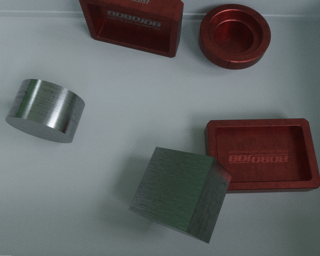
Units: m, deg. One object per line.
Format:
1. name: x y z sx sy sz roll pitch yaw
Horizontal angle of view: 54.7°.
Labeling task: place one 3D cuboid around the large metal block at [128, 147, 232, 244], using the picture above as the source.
1. large metal block: 0.024 0.073 0.350 0.080 0.050 0.080 7 65 41

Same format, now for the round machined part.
1. round machined part: 0.104 -0.126 0.448 0.099 0.042 0.098 0 70 -1

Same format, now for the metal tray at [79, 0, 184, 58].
1. metal tray: -0.037 -0.147 0.428 0.131 0.090 0.030 14 71 5

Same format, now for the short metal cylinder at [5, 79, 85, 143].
1. short metal cylinder: -0.141 -0.019 0.386 0.080 0.080 0.050 13 71 4

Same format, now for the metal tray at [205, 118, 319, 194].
1. metal tray: 0.126 0.035 0.395 0.131 0.030 0.090 -1 70 -1
